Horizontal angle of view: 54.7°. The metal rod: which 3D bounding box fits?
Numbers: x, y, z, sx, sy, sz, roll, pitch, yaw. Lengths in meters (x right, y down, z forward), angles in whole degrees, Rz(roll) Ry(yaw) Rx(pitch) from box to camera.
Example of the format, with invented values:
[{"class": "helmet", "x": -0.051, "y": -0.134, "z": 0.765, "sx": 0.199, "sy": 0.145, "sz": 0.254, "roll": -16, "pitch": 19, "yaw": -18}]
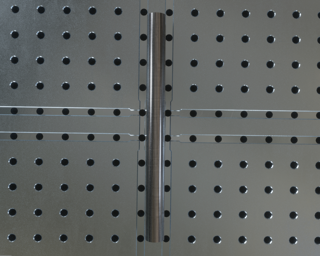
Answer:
[{"class": "metal rod", "x": -0.006, "y": -0.001, "z": 0.413, "sx": 0.025, "sy": 0.025, "sz": 0.298, "roll": 0, "pitch": 90, "yaw": -1}]
